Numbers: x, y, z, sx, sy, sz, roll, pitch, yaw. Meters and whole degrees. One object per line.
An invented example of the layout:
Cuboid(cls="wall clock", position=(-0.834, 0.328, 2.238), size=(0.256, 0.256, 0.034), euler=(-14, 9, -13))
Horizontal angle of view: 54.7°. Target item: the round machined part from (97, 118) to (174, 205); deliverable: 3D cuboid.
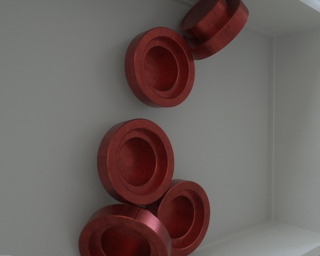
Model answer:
Cuboid(cls="round machined part", position=(-0.032, 0.040, 0.365), size=(0.099, 0.042, 0.097), euler=(9, 77, -42))

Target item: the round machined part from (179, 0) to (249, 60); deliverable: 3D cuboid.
Cuboid(cls="round machined part", position=(0.065, -0.142, 0.416), size=(0.042, 0.098, 0.098), euler=(41, 65, -27))

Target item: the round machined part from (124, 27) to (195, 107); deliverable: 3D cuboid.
Cuboid(cls="round machined part", position=(-0.004, -0.074, 0.394), size=(0.099, 0.042, 0.097), euler=(0, 90, -40))

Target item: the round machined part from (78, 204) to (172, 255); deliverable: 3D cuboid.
Cuboid(cls="round machined part", position=(-0.036, 0.125, 0.344), size=(0.042, 0.098, 0.097), euler=(-63, 136, -66))

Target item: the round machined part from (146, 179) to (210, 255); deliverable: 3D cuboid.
Cuboid(cls="round machined part", position=(0.019, 0.117, 0.414), size=(0.099, 0.042, 0.097), euler=(0, 90, -40))
